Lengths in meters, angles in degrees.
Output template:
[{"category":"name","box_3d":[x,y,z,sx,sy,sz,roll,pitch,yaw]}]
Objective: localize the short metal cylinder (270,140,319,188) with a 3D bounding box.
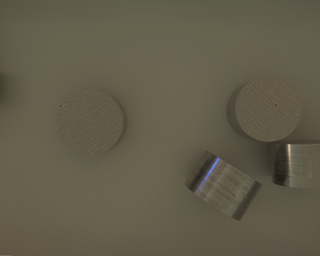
[{"category":"short metal cylinder","box_3d":[0.180,0.042,0.385,0.080,0.080,0.050,-3,90,0]}]

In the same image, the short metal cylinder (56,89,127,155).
[{"category":"short metal cylinder","box_3d":[-0.085,-0.007,0.398,0.081,0.050,0.080,0,90,0]}]

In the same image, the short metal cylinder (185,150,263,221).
[{"category":"short metal cylinder","box_3d":[0.078,0.070,0.384,0.080,0.080,0.050,32,90,0]}]

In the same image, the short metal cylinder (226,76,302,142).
[{"category":"short metal cylinder","box_3d":[0.131,-0.023,0.400,0.081,0.050,0.080,0,90,0]}]
